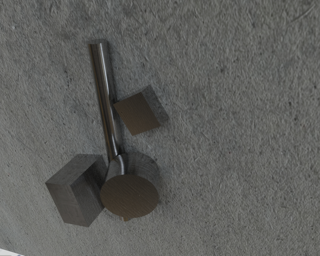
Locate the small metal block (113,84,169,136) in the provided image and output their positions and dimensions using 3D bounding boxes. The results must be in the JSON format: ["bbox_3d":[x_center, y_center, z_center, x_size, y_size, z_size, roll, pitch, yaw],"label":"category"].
[{"bbox_3d":[-0.025,-0.022,0.406,0.050,0.025,0.050,-19,108,35],"label":"small metal block"}]

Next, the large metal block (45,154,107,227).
[{"bbox_3d":[-0.123,0.097,0.496,0.050,0.080,0.080,0,118,28],"label":"large metal block"}]

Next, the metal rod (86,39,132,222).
[{"bbox_3d":[-0.068,0.022,0.456,0.025,0.025,0.298,10,123,23],"label":"metal rod"}]

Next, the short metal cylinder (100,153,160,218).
[{"bbox_3d":[-0.041,0.082,0.446,0.080,0.050,0.079,1,120,1],"label":"short metal cylinder"}]
